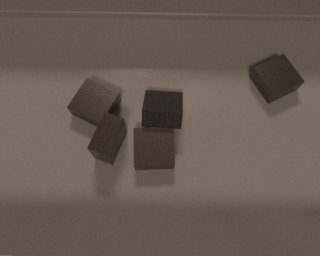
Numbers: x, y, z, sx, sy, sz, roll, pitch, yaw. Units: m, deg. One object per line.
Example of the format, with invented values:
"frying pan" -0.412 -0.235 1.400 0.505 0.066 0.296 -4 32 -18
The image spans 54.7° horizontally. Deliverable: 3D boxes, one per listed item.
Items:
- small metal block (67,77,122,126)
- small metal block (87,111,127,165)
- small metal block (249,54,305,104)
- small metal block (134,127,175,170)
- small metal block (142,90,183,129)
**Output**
"small metal block" -0.088 -0.033 0.421 0.050 0.025 0.050 26 72 8
"small metal block" -0.065 0.014 0.390 0.025 0.050 0.050 19 71 6
"small metal block" 0.164 -0.069 0.437 0.050 0.025 0.050 -25 72 -9
"small metal block" -0.008 0.027 0.400 0.050 0.025 0.050 -2 70 -1
"small metal block" 0.004 -0.025 0.407 0.050 0.025 0.050 4 37 1
